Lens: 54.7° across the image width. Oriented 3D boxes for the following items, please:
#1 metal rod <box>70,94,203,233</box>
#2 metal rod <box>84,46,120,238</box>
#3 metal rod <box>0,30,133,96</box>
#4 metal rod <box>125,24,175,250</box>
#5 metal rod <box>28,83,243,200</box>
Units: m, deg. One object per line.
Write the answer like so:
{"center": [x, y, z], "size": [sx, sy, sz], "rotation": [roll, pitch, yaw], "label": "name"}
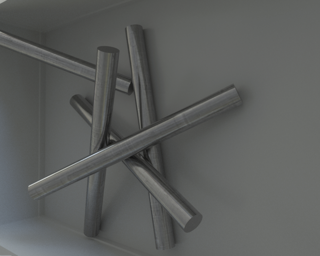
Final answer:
{"center": [-0.052, 0.027, 0.421], "size": [0.300, 0.025, 0.025], "rotation": [40, 114, 41], "label": "metal rod"}
{"center": [-0.084, 0.038, 0.423], "size": [0.025, 0.025, 0.298], "rotation": [34, 126, 34], "label": "metal rod"}
{"center": [-0.177, -0.112, 0.471], "size": [0.301, 0.025, 0.025], "rotation": [22, 105, 12], "label": "metal rod"}
{"center": [-0.015, 0.007, 0.416], "size": [0.025, 0.025, 0.298], "rotation": [-14, 81, 39], "label": "metal rod"}
{"center": [-0.043, 0.025, 0.382], "size": [0.300, 0.025, 0.025], "rotation": [-26, 73, 18], "label": "metal rod"}
